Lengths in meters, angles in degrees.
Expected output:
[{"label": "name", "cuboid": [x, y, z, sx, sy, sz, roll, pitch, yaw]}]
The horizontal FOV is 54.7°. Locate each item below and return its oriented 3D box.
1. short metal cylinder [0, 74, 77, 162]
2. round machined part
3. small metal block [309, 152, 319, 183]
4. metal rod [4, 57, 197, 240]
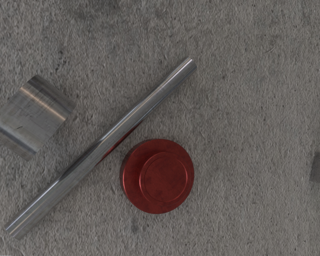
[{"label": "short metal cylinder", "cuboid": [-0.135, -0.011, 0.330, 0.050, 0.080, 0.080, 41, 77, -16]}, {"label": "round machined part", "cuboid": [0.001, 0.063, 0.400, 0.099, 0.042, 0.097, 0, 90, -20]}, {"label": "small metal block", "cuboid": [0.274, 0.067, 0.497, 0.025, 0.050, 0.050, 15, 85, -20]}, {"label": "metal rod", "cuboid": [-0.062, 0.015, 0.386, 0.301, 0.025, 0.025, -45, 104, -15]}]
